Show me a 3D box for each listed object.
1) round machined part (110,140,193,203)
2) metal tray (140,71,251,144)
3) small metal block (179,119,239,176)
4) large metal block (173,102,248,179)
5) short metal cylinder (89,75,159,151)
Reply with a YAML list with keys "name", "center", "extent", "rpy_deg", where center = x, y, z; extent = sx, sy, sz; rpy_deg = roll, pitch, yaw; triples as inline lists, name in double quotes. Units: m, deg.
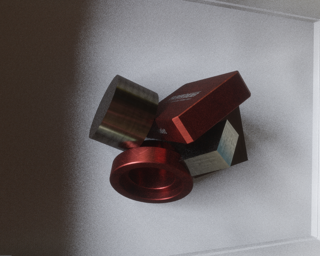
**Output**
- name: "round machined part"
  center: [-0.009, 0.051, 0.378]
  extent: [0.099, 0.097, 0.042]
  rpy_deg: [22, 47, -19]
- name: "metal tray"
  center: [0.032, -0.023, 0.366]
  extent: [0.090, 0.130, 0.030]
  rpy_deg: [-37, 103, -17]
- name: "small metal block"
  center: [0.055, 0.022, 0.345]
  extent: [0.025, 0.050, 0.050]
  rpy_deg: [50, 43, -21]
- name: "large metal block"
  center: [0.063, 0.012, 0.412]
  extent: [0.081, 0.050, 0.079]
  rpy_deg: [-15, 100, -20]
- name: "short metal cylinder"
  center: [-0.043, -0.016, 0.364]
  extent: [0.050, 0.080, 0.080]
  rpy_deg: [24, 82, -19]
